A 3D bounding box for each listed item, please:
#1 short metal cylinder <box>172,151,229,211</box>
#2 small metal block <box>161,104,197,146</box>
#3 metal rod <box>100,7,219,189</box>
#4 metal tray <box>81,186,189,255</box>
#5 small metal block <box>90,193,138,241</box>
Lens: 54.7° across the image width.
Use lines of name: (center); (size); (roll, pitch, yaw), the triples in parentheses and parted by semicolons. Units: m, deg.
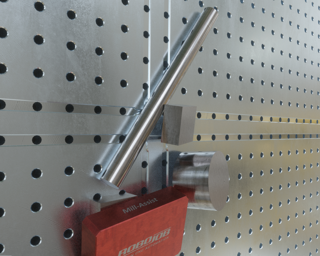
short metal cylinder: (0.059, 0.072, 0.429); (0.080, 0.050, 0.080); (11, 78, -59)
small metal block: (0.026, -0.006, 0.417); (0.050, 0.025, 0.050); (-9, 106, -62)
metal rod: (0.010, -0.055, 0.419); (0.025, 0.025, 0.300); (44, 63, -31)
metal tray: (-0.027, 0.130, 0.368); (0.131, 0.030, 0.089); (-11, 115, -40)
small metal block: (-0.054, 0.107, 0.366); (0.050, 0.025, 0.050); (-2, 91, -40)
